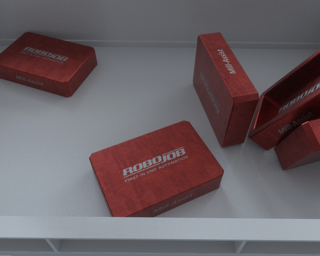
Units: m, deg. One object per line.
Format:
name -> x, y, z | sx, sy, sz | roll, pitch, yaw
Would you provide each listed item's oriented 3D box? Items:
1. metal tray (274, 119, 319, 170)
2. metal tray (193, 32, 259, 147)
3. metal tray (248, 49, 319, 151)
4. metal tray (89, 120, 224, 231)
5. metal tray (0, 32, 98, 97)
metal tray -> 0.208, 0.008, 0.349 | 0.131, 0.090, 0.030 | -14, 70, -6
metal tray -> 0.080, -0.052, 0.407 | 0.030, 0.089, 0.130 | -10, 51, -8
metal tray -> 0.167, -0.037, 0.370 | 0.030, 0.129, 0.090 | 34, 53, -7
metal tray -> -0.005, 0.050, 0.360 | 0.131, 0.030, 0.090 | -20, 53, -16
metal tray -> -0.178, -0.103, 0.486 | 0.130, 0.030, 0.090 | 16, 52, 13
